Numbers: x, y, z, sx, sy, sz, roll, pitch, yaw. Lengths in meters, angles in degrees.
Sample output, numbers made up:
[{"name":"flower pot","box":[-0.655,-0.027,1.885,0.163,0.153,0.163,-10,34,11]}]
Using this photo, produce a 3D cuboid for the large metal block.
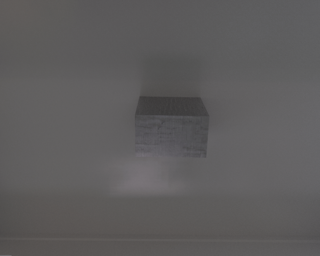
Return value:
[{"name":"large metal block","box":[0.013,-0.004,0.381,0.080,0.080,0.050,1,110,-1]}]
